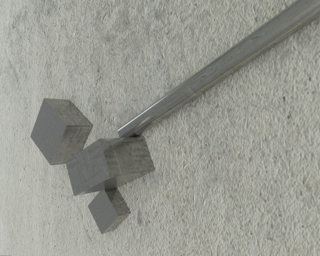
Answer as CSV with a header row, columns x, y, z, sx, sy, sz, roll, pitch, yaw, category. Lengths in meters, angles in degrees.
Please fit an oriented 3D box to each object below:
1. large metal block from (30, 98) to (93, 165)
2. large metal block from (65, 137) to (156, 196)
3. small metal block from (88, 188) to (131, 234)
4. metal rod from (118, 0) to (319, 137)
x,y,z,sx,sy,sz,roll,pitch,yaw,category
-0.169,0.005,0.529,0.080,0.050,0.080,42,115,32,large metal block
-0.068,0.052,0.425,0.080,0.081,0.050,-30,71,36,large metal block
-0.077,0.123,0.469,0.050,0.025,0.050,-50,61,28,small metal block
0.053,-0.057,0.361,0.299,0.025,0.025,-33,70,35,metal rod
